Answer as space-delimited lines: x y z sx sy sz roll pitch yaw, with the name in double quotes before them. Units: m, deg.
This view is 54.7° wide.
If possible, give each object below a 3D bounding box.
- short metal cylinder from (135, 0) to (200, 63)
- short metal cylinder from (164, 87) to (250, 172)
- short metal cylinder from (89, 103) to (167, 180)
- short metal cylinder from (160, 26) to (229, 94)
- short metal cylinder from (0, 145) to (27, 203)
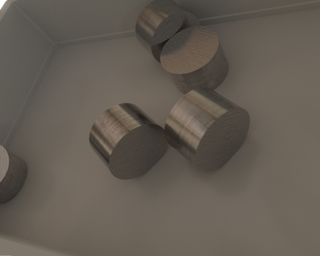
"short metal cylinder" 0.012 -0.139 0.450 0.080 0.080 0.050 -39 51 2
"short metal cylinder" 0.052 0.002 0.342 0.080 0.080 0.050 -47 51 -4
"short metal cylinder" -0.039 0.016 0.381 0.080 0.080 0.050 -45 51 -3
"short metal cylinder" 0.047 -0.091 0.420 0.080 0.050 0.080 -13 56 21
"short metal cylinder" -0.252 0.068 0.466 0.080 0.050 0.080 -3 64 6
